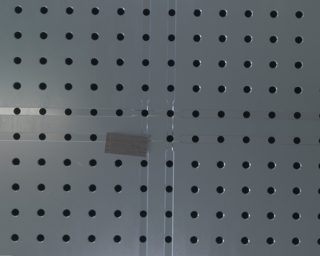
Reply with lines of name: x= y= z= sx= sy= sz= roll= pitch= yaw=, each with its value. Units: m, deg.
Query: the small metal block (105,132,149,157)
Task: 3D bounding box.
small metal block: x=-0.041 y=0.020 z=0.401 sx=0.050 sy=0.050 sz=0.025 roll=6 pitch=90 yaw=0
